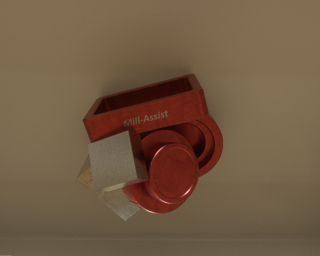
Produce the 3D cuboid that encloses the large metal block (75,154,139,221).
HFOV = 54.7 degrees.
[{"bbox_3d":[-0.052,0.057,0.401,0.050,0.080,0.080,-42,105,14],"label":"large metal block"}]

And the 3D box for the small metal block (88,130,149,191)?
[{"bbox_3d":[-0.044,0.036,0.324,0.050,0.025,0.050,-19,71,19],"label":"small metal block"}]

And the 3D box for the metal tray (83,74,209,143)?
[{"bbox_3d":[-0.015,-0.026,0.365,0.131,0.090,0.030,-14,110,4],"label":"metal tray"}]

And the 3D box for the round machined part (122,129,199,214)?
[{"bbox_3d":[0.006,0.050,0.357,0.099,0.042,0.097,1,88,-33],"label":"round machined part"}]

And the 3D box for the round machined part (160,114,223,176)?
[{"bbox_3d":[0.030,0.016,0.408,0.099,0.042,0.097,0,110,-1],"label":"round machined part"}]
